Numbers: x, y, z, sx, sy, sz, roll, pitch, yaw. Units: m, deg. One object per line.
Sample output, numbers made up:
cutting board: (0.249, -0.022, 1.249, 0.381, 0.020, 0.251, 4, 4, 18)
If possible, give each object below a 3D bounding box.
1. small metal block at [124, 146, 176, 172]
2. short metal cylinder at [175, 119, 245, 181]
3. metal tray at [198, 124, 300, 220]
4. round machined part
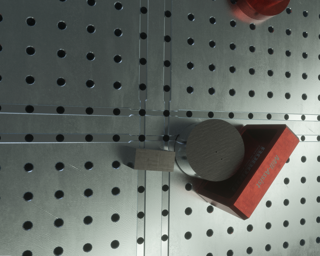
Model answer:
small metal block: (-0.014, 0.039, 0.395, 0.050, 0.050, 0.025, 7, 88, -20)
short metal cylinder: (0.066, 0.030, 0.419, 0.081, 0.050, 0.080, 1, 84, -14)
metal tray: (0.117, 0.053, 0.423, 0.030, 0.090, 0.130, 42, 76, -16)
round machined part: (0.161, -0.218, 0.464, 0.099, 0.042, 0.097, 0, 90, -21)
